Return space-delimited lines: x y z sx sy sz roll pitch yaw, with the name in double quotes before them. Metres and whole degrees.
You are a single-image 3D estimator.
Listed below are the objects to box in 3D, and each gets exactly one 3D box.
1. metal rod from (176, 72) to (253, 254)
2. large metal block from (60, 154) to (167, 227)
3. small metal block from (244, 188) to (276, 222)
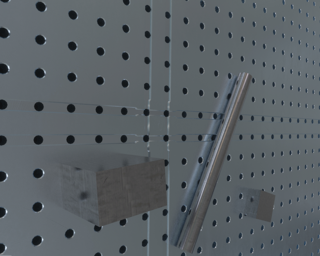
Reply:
"metal rod" 0.091 0.042 0.485 0.025 0.025 0.300 36 68 -34
"large metal block" -0.051 0.060 0.332 0.081 0.080 0.050 -6 94 -40
"small metal block" 0.181 0.140 0.562 0.050 0.025 0.050 24 75 -38
